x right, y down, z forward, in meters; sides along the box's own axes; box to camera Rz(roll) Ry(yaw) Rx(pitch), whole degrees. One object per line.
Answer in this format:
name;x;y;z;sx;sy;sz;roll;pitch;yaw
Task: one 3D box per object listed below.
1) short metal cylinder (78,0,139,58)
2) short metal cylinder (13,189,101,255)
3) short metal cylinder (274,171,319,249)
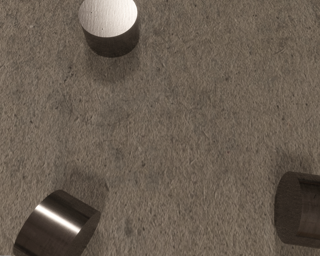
short metal cylinder;-0.072;-0.150;0.449;0.081;0.050;0.080;0;70;0
short metal cylinder;-0.108;0.114;0.336;0.050;0.080;0.080;28;72;9
short metal cylinder;0.168;0.092;0.348;0.050;0.080;0.080;8;70;3
